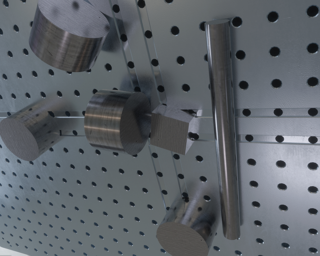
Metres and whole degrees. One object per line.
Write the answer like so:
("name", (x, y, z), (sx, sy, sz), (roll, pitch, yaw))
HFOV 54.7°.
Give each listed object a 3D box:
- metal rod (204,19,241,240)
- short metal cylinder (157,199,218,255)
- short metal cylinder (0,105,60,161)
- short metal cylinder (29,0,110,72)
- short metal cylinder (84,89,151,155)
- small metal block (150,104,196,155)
("metal rod", (0.081, 0.023, 0.382), (0.025, 0.025, 0.298), (4, 121, 26))
("short metal cylinder", (0.042, 0.155, 0.469), (0.080, 0.050, 0.079), (13, 124, 21))
("short metal cylinder", (-0.215, 0.008, 0.513), (0.080, 0.050, 0.079), (13, 124, 21))
("short metal cylinder", (-0.106, -0.111, 0.362), (0.080, 0.080, 0.050), (38, 129, 2))
("short metal cylinder", (-0.051, -0.008, 0.398), (0.050, 0.080, 0.079), (7, 122, 24))
("small metal block", (0.016, 0.002, 0.404), (0.050, 0.025, 0.050), (17, 125, 18))
